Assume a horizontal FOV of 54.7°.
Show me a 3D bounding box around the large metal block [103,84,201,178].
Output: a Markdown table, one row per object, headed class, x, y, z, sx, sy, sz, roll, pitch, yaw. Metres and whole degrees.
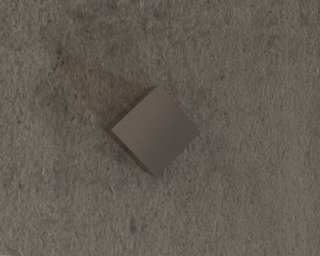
| class | x | y | z | sx | sy | sz | roll | pitch | yaw |
| --- | --- | --- | --- | --- | --- | --- | --- | --- | --- |
| large metal block | -0.011 | 0.003 | 0.393 | 0.080 | 0.050 | 0.080 | -45 | 105 | -15 |
